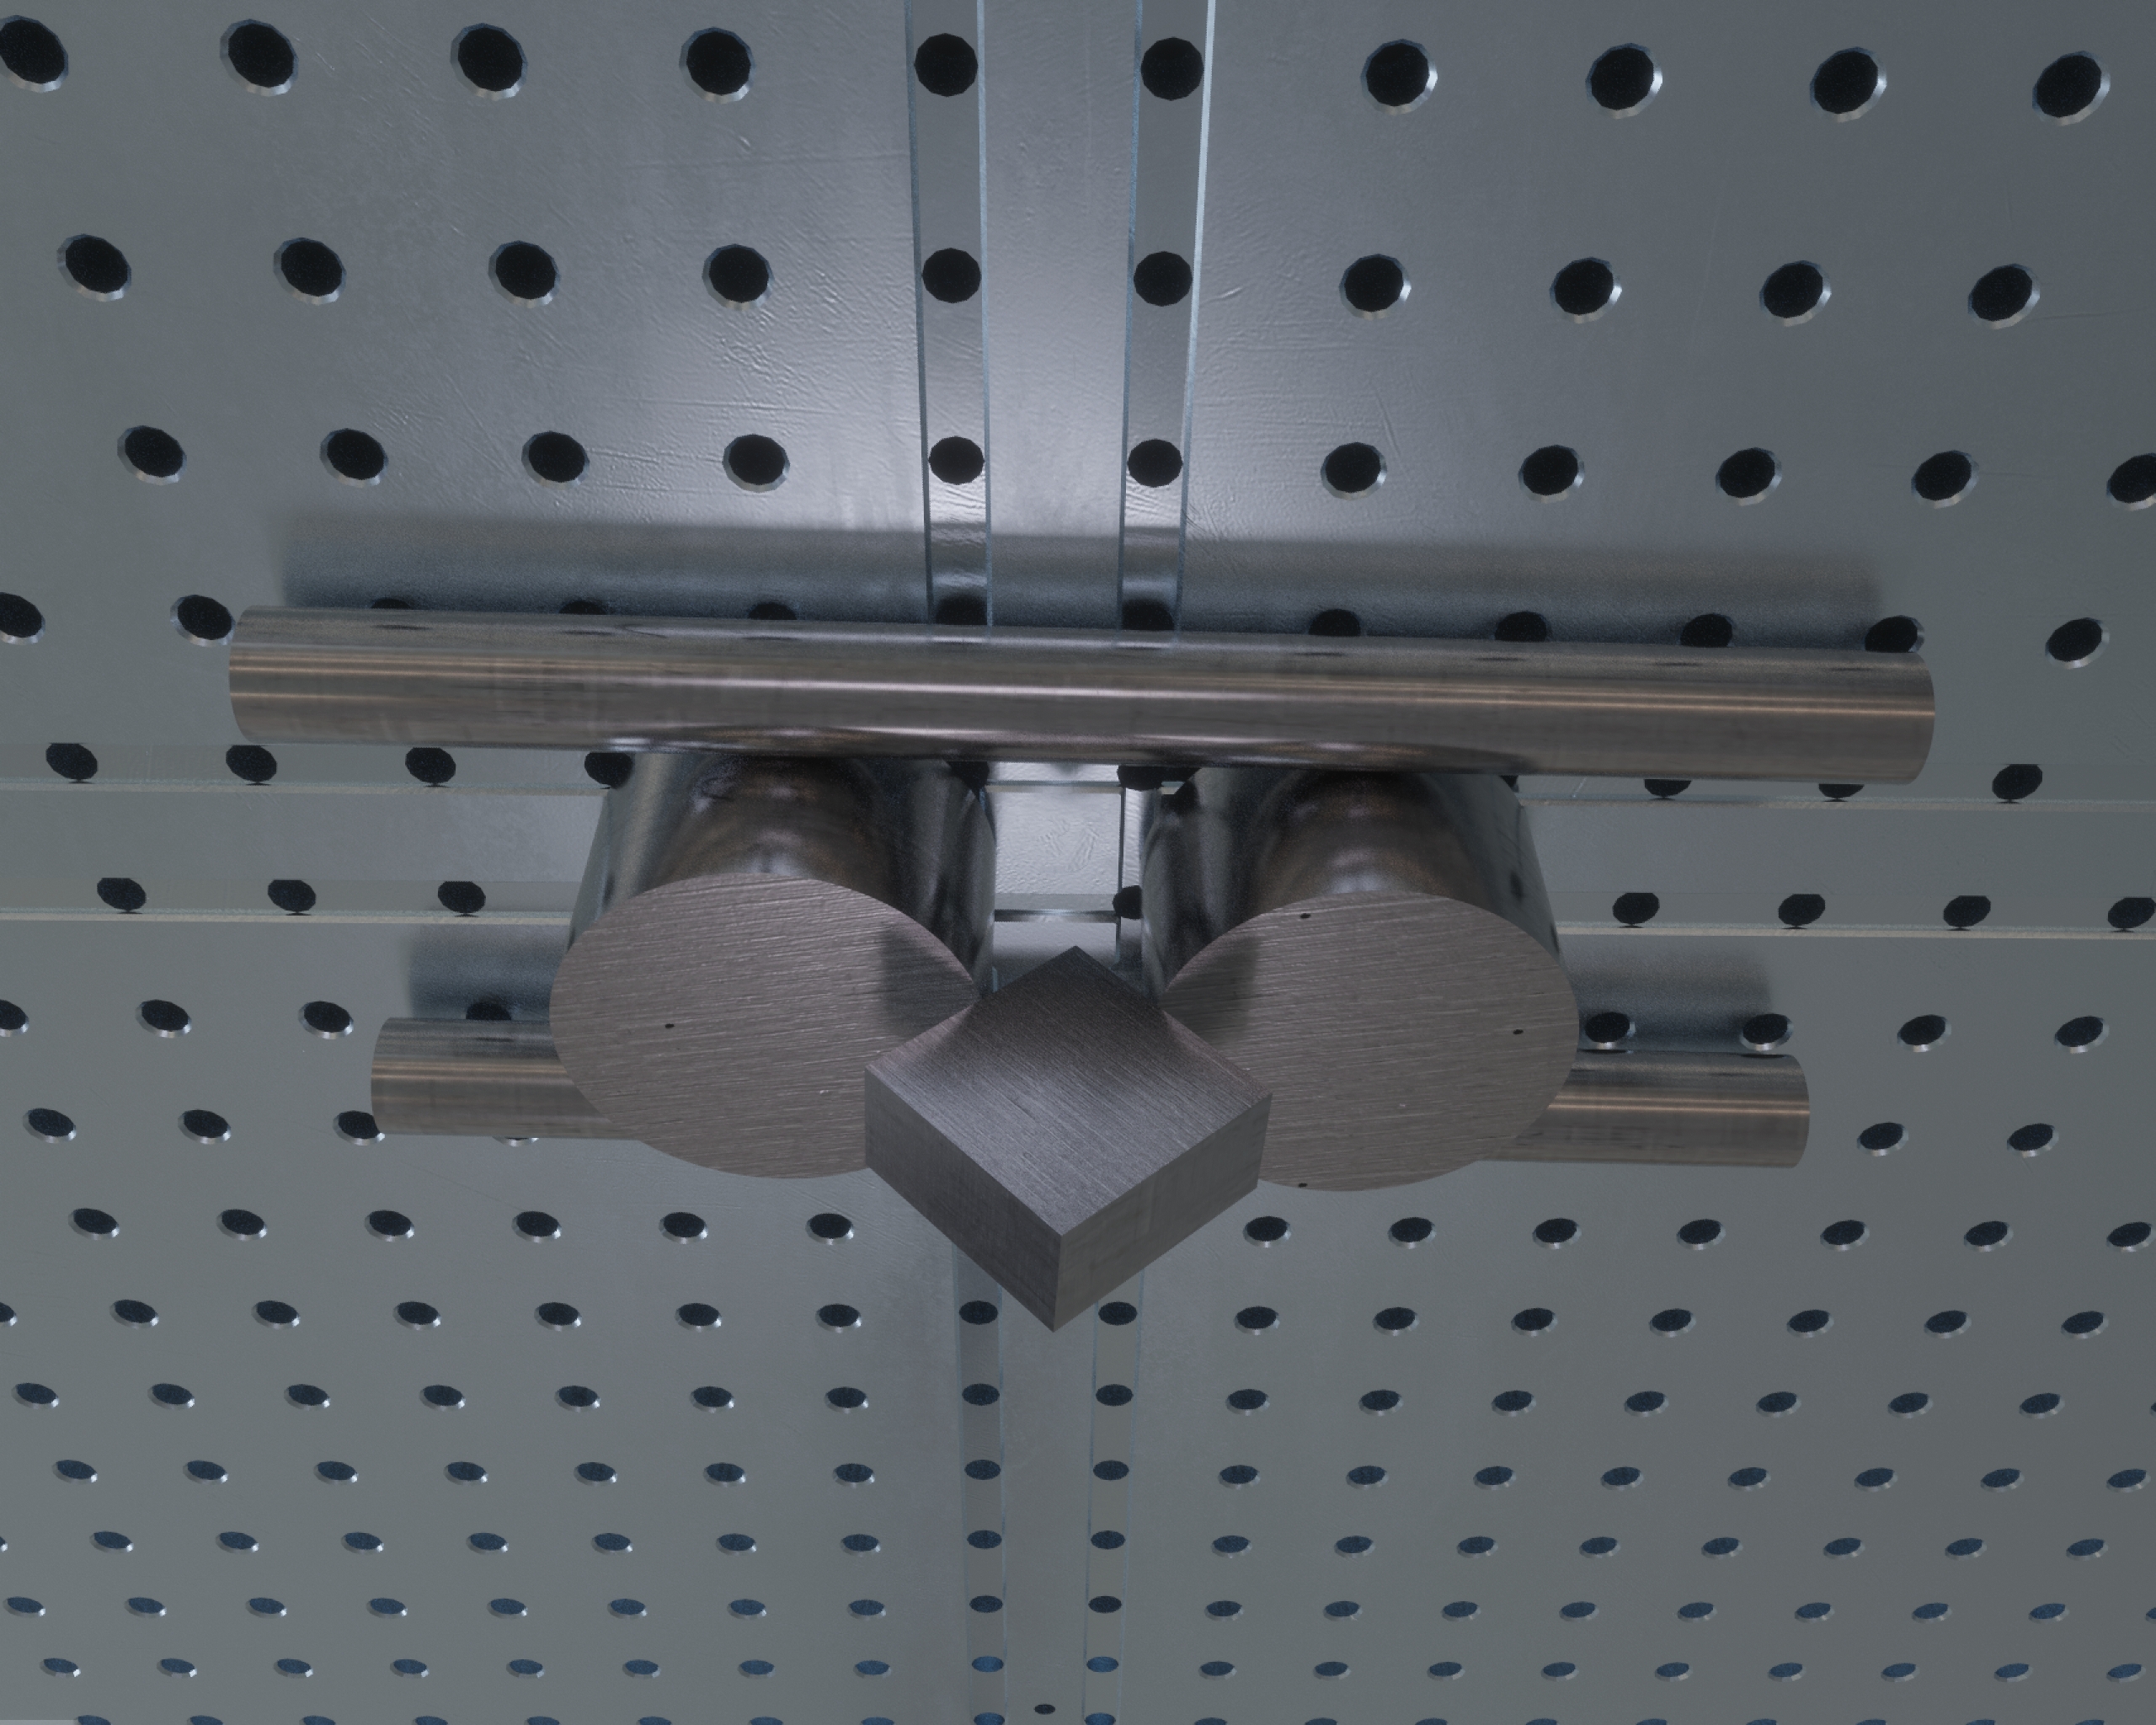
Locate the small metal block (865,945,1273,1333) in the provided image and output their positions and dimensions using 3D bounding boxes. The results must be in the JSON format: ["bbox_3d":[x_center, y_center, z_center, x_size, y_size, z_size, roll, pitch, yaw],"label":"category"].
[{"bbox_3d":[-0.002,0.047,0.370,0.050,0.050,0.025,-29,140,-34],"label":"small metal block"}]

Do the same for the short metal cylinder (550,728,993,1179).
[{"bbox_3d":[-0.057,0.016,0.404,0.081,0.050,0.079,0,130,0],"label":"short metal cylinder"}]

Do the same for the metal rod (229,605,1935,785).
[{"bbox_3d":[0.002,-0.030,0.381,0.302,0.025,0.025,1,130,-2],"label":"metal rod"}]

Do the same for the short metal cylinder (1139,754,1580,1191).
[{"bbox_3d":[0.053,0.019,0.408,0.081,0.050,0.079,0,130,0],"label":"short metal cylinder"}]

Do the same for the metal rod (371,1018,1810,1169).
[{"bbox_3d":[0.004,0.050,0.450,0.302,0.025,0.025,2,130,-2],"label":"metal rod"}]
